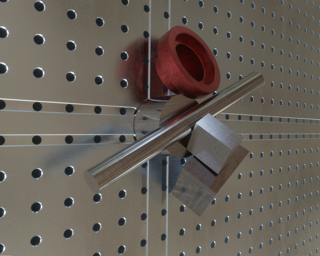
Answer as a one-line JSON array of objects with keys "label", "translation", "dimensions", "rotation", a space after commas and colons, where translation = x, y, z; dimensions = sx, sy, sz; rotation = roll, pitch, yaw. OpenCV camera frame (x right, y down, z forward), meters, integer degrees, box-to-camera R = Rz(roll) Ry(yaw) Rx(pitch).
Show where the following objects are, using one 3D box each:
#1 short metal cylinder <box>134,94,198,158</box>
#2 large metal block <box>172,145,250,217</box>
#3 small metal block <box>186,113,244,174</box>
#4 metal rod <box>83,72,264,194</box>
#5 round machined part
[{"label": "short metal cylinder", "translation": [0.014, -0.003, 0.406], "dimensions": [0.081, 0.050, 0.079], "rotation": [0, 90, -40]}, {"label": "large metal block", "translation": [0.067, 0.062, 0.421], "dimensions": [0.080, 0.050, 0.080], "rotation": [-43, 161, -32]}, {"label": "small metal block", "translation": [0.064, 0.019, 0.369], "dimensions": [0.025, 0.050, 0.050], "rotation": [-37, 155, -34]}, {"label": "metal rod", "translation": [0.041, -0.011, 0.380], "dimensions": [0.302, 0.025, 0.025], "rotation": [-31, 109, -36]}, {"label": "round machined part", "translation": [0.033, -0.082, 0.412], "dimensions": [0.099, 0.042, 0.098], "rotation": [25, 52, -35]}]
